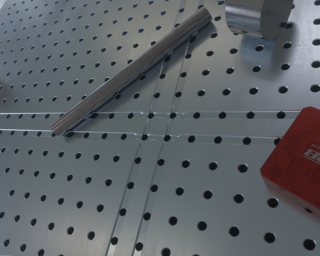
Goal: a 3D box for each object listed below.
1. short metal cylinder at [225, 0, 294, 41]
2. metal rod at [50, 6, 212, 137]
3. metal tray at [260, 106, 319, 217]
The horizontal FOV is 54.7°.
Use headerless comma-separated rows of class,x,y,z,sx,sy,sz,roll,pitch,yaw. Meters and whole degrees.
short metal cylinder,0.130,-0.159,0.402,0.050,0.080,0.080,29,78,37
metal rod,-0.047,-0.086,0.485,0.300,0.025,0.025,-37,51,3
metal tray,0.174,0.043,0.287,0.130,0.030,0.090,31,79,38
